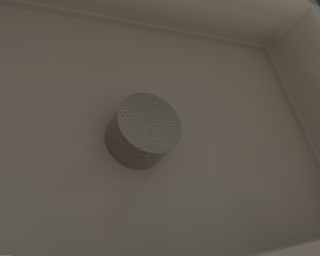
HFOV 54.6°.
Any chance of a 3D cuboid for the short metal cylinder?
[{"bbox_3d":[-0.021,0.005,0.375,0.081,0.050,0.080,13,56,-21],"label":"short metal cylinder"}]
